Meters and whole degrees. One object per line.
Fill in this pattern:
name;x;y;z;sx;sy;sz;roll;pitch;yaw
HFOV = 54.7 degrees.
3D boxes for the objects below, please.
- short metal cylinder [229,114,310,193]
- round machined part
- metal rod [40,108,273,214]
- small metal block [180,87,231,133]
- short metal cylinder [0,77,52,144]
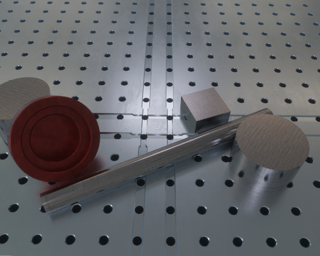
short metal cylinder;0.126;0.029;0.368;0.081;0.050;0.080;0;50;0
round machined part;-0.124;0.010;0.363;0.099;0.098;0.042;-33;23;-25
metal rod;0.011;0.033;0.379;0.302;0.025;0.025;-20;53;-16
small metal block;0.062;-0.026;0.430;0.050;0.025;0.050;-16;52;-13
short metal cylinder;-0.177;-0.022;0.405;0.080;0.050;0.080;-2;47;2
